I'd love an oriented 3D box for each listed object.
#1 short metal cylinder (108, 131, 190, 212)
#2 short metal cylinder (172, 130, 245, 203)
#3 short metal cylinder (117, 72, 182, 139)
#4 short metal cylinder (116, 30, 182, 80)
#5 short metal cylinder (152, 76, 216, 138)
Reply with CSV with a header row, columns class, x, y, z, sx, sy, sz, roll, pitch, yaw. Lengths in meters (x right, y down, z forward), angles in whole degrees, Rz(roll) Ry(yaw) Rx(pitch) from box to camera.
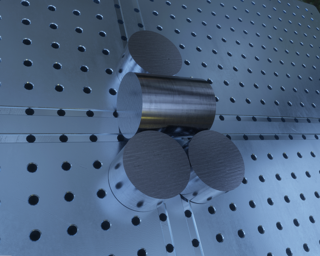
class,x,y,z,sx,sy,sz,roll,pitch,yaw
short metal cylinder,-0.013,0.050,0.355,0.081,0.050,0.080,14,56,-21
short metal cylinder,0.059,0.049,0.394,0.081,0.050,0.080,14,56,-21
short metal cylinder,-0.016,-0.027,0.383,0.050,0.080,0.080,0,62,-29
short metal cylinder,-0.016,-0.091,0.440,0.081,0.050,0.080,14,56,-21
short metal cylinder,0.028,-0.027,0.407,0.050,0.080,0.080,0,62,-29
